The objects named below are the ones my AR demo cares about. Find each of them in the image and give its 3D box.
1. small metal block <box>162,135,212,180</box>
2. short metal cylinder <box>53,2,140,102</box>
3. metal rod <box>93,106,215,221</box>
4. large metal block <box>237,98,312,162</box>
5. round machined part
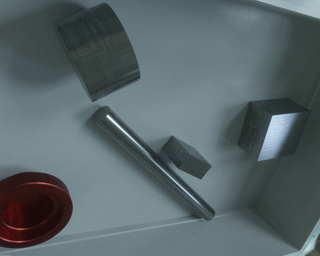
[{"bbox_3d":[0.038,0.042,0.441,0.050,0.050,0.025,30,102,-38],"label":"small metal block"},{"bbox_3d":[-0.060,-0.071,0.297,0.050,0.080,0.080,-28,128,-11],"label":"short metal cylinder"},{"bbox_3d":[0.009,0.069,0.457,0.025,0.025,0.300,-42,130,0],"label":"metal rod"},{"bbox_3d":[0.181,0.001,0.495,0.081,0.050,0.079,-7,122,-25],"label":"large metal block"},{"bbox_3d":[-0.158,0.092,0.369,0.099,0.042,0.097,-14,125,-21],"label":"round machined part"}]
